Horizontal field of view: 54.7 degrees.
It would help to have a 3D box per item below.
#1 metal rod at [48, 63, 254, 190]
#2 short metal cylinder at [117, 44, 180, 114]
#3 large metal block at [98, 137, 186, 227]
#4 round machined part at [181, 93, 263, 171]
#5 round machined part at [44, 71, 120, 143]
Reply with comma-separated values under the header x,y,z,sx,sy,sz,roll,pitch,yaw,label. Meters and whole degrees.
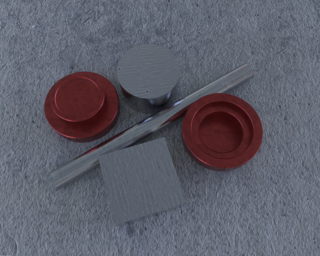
x,y,z,sx,sy,sz,roll,pitch,yaw,label
-0.003,-0.008,0.413,0.301,0.025,0.025,-30,73,-11,metal rod
-0.015,-0.065,0.419,0.081,0.050,0.080,0,70,0,short metal cylinder
-0.021,0.066,0.372,0.081,0.050,0.080,-16,71,-6,large metal block
0.076,0.008,0.397,0.099,0.042,0.098,0,70,0,round machined part
-0.104,-0.033,0.411,0.099,0.042,0.098,0,70,0,round machined part
